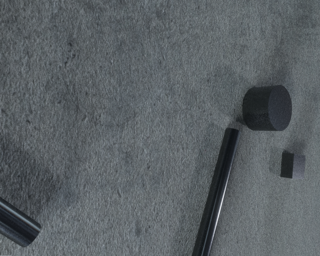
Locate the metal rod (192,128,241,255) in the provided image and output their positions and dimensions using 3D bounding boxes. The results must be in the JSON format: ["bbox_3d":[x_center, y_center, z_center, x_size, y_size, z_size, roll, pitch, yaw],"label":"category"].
[{"bbox_3d":[0.076,0.142,0.470,0.025,0.025,0.299,29,72,-37],"label":"metal rod"}]

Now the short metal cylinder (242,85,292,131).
[{"bbox_3d":[0.192,-0.035,0.553,0.081,0.050,0.079,0,90,-40],"label":"short metal cylinder"}]

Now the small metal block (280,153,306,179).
[{"bbox_3d":[0.276,0.079,0.640,0.050,0.025,0.050,11,83,-40],"label":"small metal block"}]

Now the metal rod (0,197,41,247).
[{"bbox_3d":[-0.210,0.004,0.228,0.300,0.025,0.025,50,61,-29],"label":"metal rod"}]
